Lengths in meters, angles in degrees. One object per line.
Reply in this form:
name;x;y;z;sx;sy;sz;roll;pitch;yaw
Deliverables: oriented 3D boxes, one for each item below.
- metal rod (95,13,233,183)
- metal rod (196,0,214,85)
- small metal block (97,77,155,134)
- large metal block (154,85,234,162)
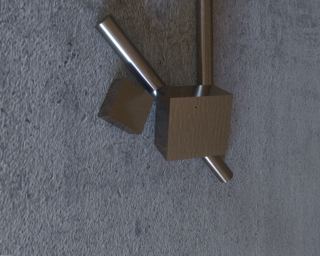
metal rod;0.021;-0.022;0.423;0.300;0.025;0.025;50;61;-29
metal rod;0.067;-0.150;0.462;0.025;0.025;0.298;-2;91;-40
small metal block;-0.040;-0.025;0.373;0.050;0.025;0.050;32;70;-36
large metal block;0.040;-0.009;0.393;0.081;0.050;0.079;-5;113;-18
